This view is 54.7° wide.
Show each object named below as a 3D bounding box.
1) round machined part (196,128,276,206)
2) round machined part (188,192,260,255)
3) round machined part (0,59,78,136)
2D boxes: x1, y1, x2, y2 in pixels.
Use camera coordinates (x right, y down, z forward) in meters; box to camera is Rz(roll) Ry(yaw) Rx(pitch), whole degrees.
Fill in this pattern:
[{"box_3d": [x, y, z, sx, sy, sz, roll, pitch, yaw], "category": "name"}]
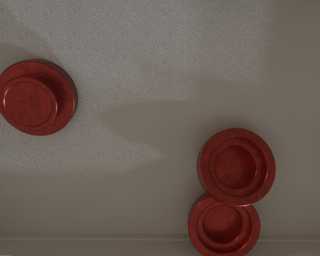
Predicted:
[{"box_3d": [0.096, 0.051, 0.407, 0.099, 0.042, 0.098, 1, 80, -7], "category": "round machined part"}, {"box_3d": [0.088, 0.135, 0.444, 0.099, 0.042, 0.097, 0, 95, 0], "category": "round machined part"}, {"box_3d": [-0.157, -0.035, 0.388, 0.099, 0.042, 0.097, 0, 110, 0], "category": "round machined part"}]
